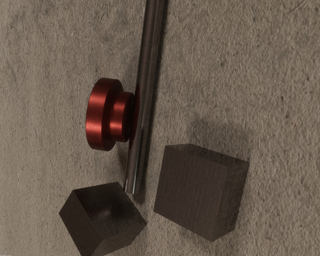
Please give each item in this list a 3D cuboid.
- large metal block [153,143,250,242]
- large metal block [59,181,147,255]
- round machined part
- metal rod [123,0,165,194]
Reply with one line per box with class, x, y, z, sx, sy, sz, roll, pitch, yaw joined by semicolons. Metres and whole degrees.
large metal block;0.045;0.067;0.350;0.080;0.050;0.079;17;101;38
large metal block;-0.079;0.127;0.432;0.080;0.081;0.050;49;119;28
round machined part;-0.061;-0.017;0.416;0.042;0.098;0.097;8;96;7
metal rod;-0.020;-0.059;0.419;0.025;0.025;0.298;12;98;39
